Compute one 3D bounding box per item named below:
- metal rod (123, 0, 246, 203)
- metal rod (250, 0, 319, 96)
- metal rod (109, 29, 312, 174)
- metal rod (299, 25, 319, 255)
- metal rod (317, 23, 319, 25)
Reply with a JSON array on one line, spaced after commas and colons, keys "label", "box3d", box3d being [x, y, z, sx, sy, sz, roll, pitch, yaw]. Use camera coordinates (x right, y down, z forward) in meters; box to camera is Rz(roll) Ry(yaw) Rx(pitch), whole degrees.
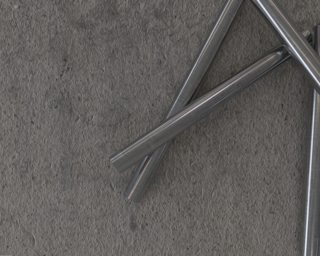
[{"label": "metal rod", "box3d": [0.033, -0.039, 0.409, 0.025, 0.025, 0.299, 28, 90, 0]}, {"label": "metal rod", "box3d": [0.158, -0.118, 0.384, 0.025, 0.025, 0.299, -31, 80, 0]}, {"label": "metal rod", "box3d": [0.070, -0.038, 0.392, 0.301, 0.025, 0.025, -34, 90, -7]}, {"label": "metal rod", "box3d": [0.202, 0.021, 0.401, 0.025, 0.025, 0.298, 1, 94, 0]}, {"label": "metal rod", "box3d": [0.228, 0.010, 0.411, 0.025, 0.025, 0.298, -2, 90, 0]}]
